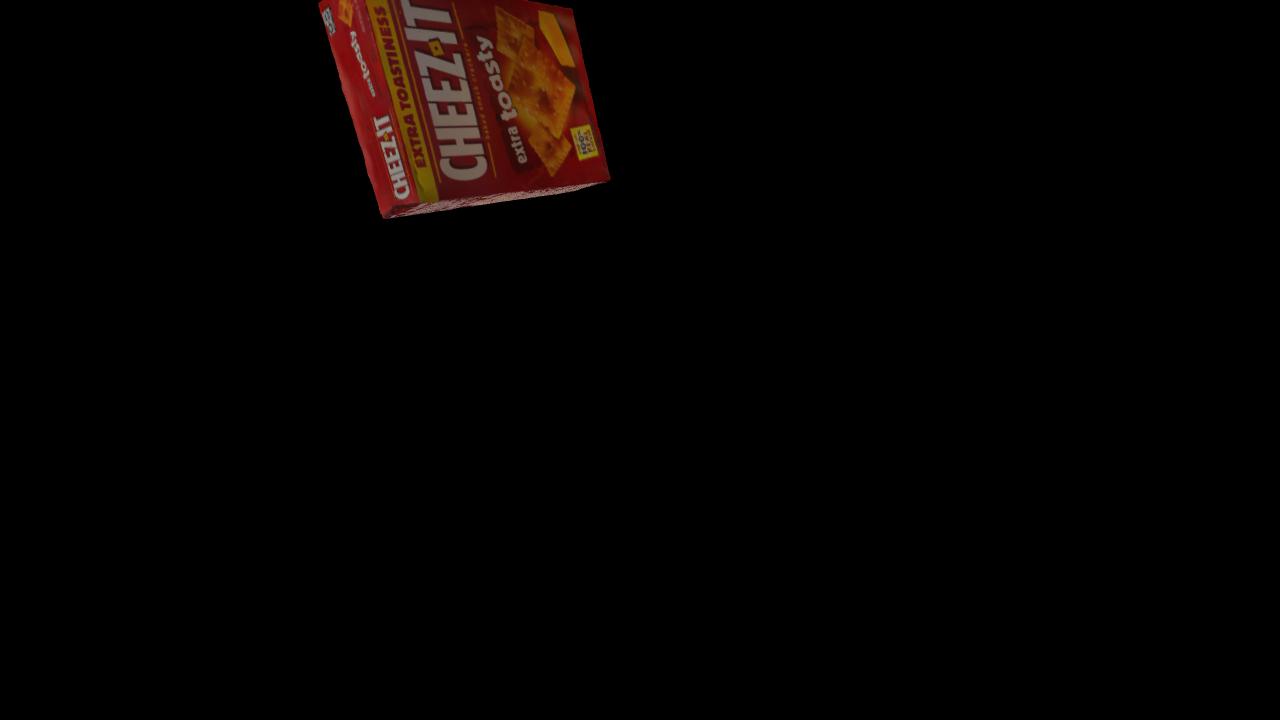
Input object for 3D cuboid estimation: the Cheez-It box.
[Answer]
[{"bbox_3d":[-0.136,-0.224,0.536,0.071,0.166,0.223,-3,15,41],"label":"Cheez-It box"}]
